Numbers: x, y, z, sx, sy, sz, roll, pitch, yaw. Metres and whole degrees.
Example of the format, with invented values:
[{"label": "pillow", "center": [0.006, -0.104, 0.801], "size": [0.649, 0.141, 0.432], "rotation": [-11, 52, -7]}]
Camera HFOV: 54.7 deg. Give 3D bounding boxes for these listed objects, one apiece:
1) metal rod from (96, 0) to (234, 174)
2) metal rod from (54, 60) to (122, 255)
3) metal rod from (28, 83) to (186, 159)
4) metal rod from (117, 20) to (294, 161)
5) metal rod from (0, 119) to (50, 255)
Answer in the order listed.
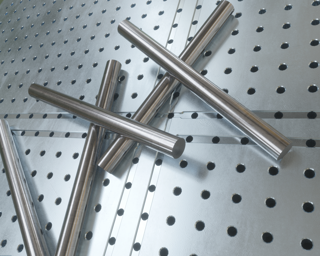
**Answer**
[{"label": "metal rod", "center": [0.013, -0.064, 0.439], "size": [0.025, 0.025, 0.300], "rotation": [29, 77, 37]}, {"label": "metal rod", "center": [-0.095, 0.027, 0.439], "size": [0.025, 0.025, 0.299], "rotation": [-6, 59, 25]}, {"label": "metal rod", "center": [-0.094, -0.020, 0.434], "size": [0.300, 0.025, 0.025], "rotation": [20, 73, 35]}, {"label": "metal rod", "center": [0.038, -0.065, 0.400], "size": [0.025, 0.025, 0.300], "rotation": [-44, 60, -3]}, {"label": "metal rod", "center": [-0.213, 0.085, 0.465], "size": [0.025, 0.025, 0.300], "rotation": [-40, 51, 1]}]
